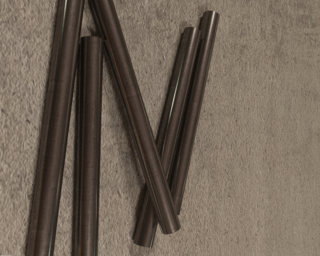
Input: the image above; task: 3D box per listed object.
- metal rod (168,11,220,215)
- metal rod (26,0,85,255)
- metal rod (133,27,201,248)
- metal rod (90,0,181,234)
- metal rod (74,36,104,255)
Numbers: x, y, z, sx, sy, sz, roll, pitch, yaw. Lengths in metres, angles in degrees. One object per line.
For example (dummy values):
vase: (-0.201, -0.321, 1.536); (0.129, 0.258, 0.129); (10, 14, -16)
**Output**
metal rod: (0.046, -0.028, 0.445); (0.025, 0.025, 0.299); (21, 77, -39)
metal rod: (-0.105, -0.015, 0.317); (0.025, 0.025, 0.298); (10, 84, -40)
metal rod: (0.013, 0.004, 0.417); (0.025, 0.025, 0.299); (22, 76, -38)
metal rod: (-0.029, -0.018, 0.363); (0.025, 0.025, 0.298); (-22, 98, -38)
metal rod: (-0.079, 0.051, 0.340); (0.025, 0.025, 0.298); (2, 89, -40)
